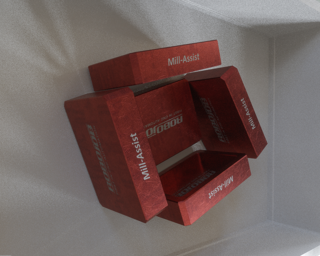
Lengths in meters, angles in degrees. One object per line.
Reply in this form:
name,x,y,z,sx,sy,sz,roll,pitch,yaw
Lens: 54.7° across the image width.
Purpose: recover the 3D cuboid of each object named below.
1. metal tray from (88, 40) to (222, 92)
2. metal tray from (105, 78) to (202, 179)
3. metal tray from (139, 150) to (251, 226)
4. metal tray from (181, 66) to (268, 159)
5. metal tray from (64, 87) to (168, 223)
metal tray,-0.004,-0.073,0.360,0.131,0.090,0.030,-20,103,-38
metal tray,-0.008,-0.004,0.395,0.131,0.030,0.089,-25,106,-37
metal tray,0.044,0.070,0.401,0.131,0.090,0.030,-26,107,-37
metal tray,0.086,-0.019,0.437,0.030,0.090,0.130,-44,117,-31
metal tray,-0.048,0.027,0.323,0.030,0.090,0.129,-27,107,-37
